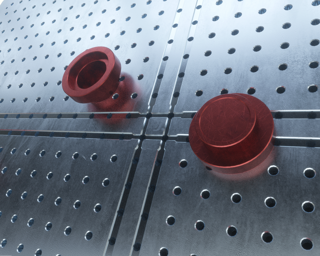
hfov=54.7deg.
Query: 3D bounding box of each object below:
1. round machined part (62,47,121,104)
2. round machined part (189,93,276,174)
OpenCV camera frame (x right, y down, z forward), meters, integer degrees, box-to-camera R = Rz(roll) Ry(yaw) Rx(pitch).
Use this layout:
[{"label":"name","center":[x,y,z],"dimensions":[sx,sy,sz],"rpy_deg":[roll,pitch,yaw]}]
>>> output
[{"label":"round machined part","center":[-0.105,-0.080,0.499],"dimensions":[0.098,0.042,0.098],"rpy_deg":[-13,56,20]},{"label":"round machined part","center":[0.079,0.000,0.356],"dimensions":[0.098,0.042,0.098],"rpy_deg":[-13,56,20]}]
